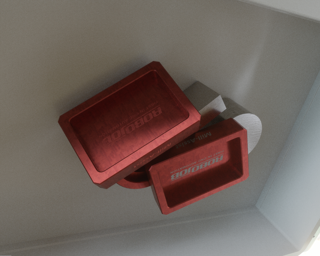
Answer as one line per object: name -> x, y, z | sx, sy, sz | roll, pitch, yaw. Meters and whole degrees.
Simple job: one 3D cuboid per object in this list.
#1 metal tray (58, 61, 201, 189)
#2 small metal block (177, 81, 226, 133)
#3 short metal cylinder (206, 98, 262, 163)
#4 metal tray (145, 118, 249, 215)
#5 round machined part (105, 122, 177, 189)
metal tray -> -0.032, -0.005, 0.342 | 0.131, 0.090, 0.030 | -32, 161, -8
small metal block -> 0.048, -0.029, 0.400 | 0.050, 0.050, 0.025 | -38, 130, -5
short metal cylinder -> 0.098, 0.004, 0.448 | 0.081, 0.050, 0.079 | -14, 125, -21
metal tray -> 0.050, 0.050, 0.402 | 0.131, 0.030, 0.089 | -21, 126, -11
round machined part -> -0.025, 0.028, 0.402 | 0.099, 0.042, 0.097 | -14, 125, -21
